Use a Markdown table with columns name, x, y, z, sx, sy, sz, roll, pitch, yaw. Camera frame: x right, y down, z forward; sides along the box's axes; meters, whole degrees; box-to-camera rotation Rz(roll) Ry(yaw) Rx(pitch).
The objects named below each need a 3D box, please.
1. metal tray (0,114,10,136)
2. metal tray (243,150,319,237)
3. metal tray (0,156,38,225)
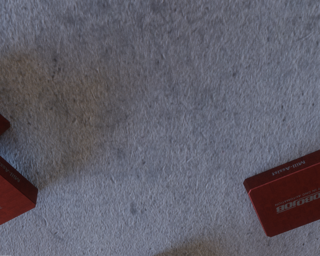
| name | x | y | z | sx | sy | sz | roll | pitch | yaw |
| --- | --- | --- | --- | --- | --- | --- | --- | --- | --- |
| metal tray | -0.278 | 0.009 | 0.406 | 0.130 | 0.030 | 0.090 | -40 | 106 | 13 |
| metal tray | 0.198 | 0.094 | 0.445 | 0.130 | 0.030 | 0.090 | -24 | 109 | 8 |
| metal tray | -0.240 | 0.076 | 0.408 | 0.090 | 0.030 | 0.130 | -28 | 126 | 4 |
